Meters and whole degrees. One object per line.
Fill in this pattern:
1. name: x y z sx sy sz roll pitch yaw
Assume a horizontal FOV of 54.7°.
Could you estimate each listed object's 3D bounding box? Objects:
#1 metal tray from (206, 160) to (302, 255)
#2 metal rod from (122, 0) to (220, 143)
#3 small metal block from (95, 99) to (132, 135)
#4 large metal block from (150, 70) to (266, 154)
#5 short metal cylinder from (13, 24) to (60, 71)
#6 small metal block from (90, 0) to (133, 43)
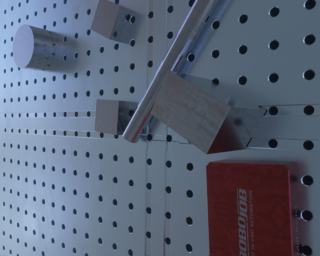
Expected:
1. metal tray: 0.097 0.100 0.326 0.090 0.030 0.129 -3 88 40
2. metal rod: 0.028 -0.104 0.386 0.025 0.025 0.298 45 117 30
3. small metal block: -0.071 -0.017 0.469 0.050 0.025 0.050 8 95 39
4. large metal block: 0.052 -0.017 0.331 0.080 0.081 0.050 37 113 34
5. short metal cylinder: -0.236 -0.150 0.588 0.080 0.050 0.080 0 90 40
6. small metal block: -0.075 -0.164 0.471 0.050 0.025 0.050 35 112 34
